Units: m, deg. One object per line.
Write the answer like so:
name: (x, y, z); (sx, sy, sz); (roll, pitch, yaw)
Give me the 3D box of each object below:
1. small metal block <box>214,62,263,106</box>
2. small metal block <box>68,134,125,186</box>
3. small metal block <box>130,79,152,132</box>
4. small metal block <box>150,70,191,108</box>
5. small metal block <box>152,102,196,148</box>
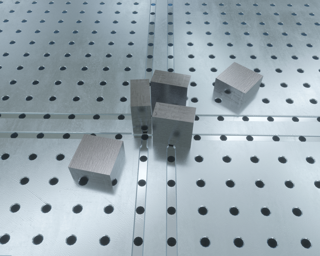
small metal block: (0.117, -0.067, 0.465); (0.050, 0.025, 0.050); (34, 58, 25)
small metal block: (-0.075, 0.038, 0.376); (0.050, 0.025, 0.050); (10, 51, 8)
small metal block: (-0.025, -0.030, 0.417); (0.025, 0.050, 0.050); (-3, 50, -2)
small metal block: (0.015, -0.051, 0.434); (0.050, 0.050, 0.025); (11, 51, 9)
small metal block: (0.018, -0.003, 0.395); (0.050, 0.050, 0.025); (9, 51, 7)
